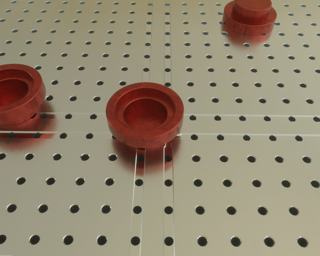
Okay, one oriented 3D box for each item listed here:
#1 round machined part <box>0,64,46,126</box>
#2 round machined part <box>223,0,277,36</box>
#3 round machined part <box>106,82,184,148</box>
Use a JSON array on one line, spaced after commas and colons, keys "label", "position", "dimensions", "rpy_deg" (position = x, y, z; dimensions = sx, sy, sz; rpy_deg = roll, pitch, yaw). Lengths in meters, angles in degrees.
[{"label": "round machined part", "position": [-0.209, -0.042, 0.429], "dimensions": [0.099, 0.042, 0.098], "rpy_deg": [0, 50, 0]}, {"label": "round machined part", "position": [0.171, -0.220, 0.584], "dimensions": [0.099, 0.042, 0.098], "rpy_deg": [0, 50, 0]}, {"label": "round machined part", "position": [-0.019, -0.012, 0.407], "dimensions": [0.099, 0.042, 0.098], "rpy_deg": [0, 50, 0]}]
